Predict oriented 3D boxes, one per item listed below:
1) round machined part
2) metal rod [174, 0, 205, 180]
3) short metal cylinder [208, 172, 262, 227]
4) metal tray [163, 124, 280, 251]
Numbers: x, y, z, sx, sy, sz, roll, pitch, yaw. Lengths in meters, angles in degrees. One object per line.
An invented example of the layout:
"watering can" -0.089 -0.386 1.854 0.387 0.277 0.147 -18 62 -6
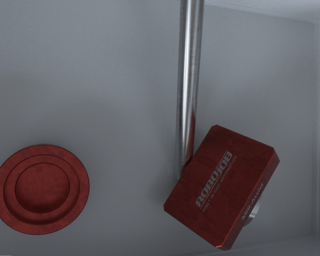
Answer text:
"round machined part" -0.133 0.066 0.353 0.099 0.042 0.097 0 90 -21
"metal rod" 0.033 -0.067 0.357 0.025 0.025 0.298 -10 120 -20
"short metal cylinder" 0.089 0.088 0.416 0.050 0.080 0.080 22 83 -19
"metal tray" 0.075 0.069 0.382 0.130 0.090 0.030 -57 140 -8
